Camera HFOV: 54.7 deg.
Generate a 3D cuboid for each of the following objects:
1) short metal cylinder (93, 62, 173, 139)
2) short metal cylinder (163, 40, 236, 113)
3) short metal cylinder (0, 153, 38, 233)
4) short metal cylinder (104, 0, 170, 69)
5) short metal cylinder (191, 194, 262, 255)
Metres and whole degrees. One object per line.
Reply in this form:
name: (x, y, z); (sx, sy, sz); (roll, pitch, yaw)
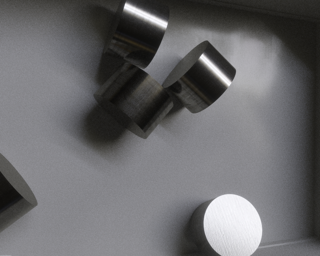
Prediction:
short metal cylinder: (-0.031, -0.031, 0.370); (0.080, 0.080, 0.050); (42, 77, -15)
short metal cylinder: (0.050, -0.065, 0.399); (0.050, 0.080, 0.080); (41, 77, -16)
short metal cylinder: (-0.173, 0.065, 0.318); (0.050, 0.080, 0.080); (-38, 102, -16)
short metal cylinder: (-0.029, -0.117, 0.370); (0.050, 0.080, 0.080); (19, 84, -19)
short metal cylinder: (0.087, 0.133, 0.416); (0.081, 0.050, 0.080); (5, 67, -13)
